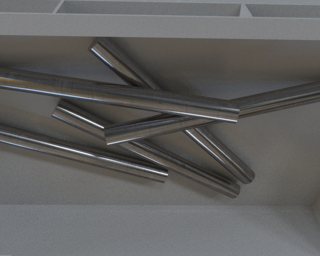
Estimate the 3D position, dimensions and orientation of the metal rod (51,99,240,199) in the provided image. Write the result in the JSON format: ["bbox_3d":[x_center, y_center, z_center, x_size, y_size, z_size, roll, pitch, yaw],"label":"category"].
[{"bbox_3d":[-0.005,0.038,0.441,0.301,0.025,0.025,27,125,-22],"label":"metal rod"}]

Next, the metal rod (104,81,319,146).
[{"bbox_3d":[0.084,-0.021,0.368,0.302,0.025,0.025,-12,130,0],"label":"metal rod"}]

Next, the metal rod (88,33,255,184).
[{"bbox_3d":[0.033,-0.008,0.402,0.025,0.025,0.301,-35,122,26],"label":"metal rod"}]

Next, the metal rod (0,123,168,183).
[{"bbox_3d":[-0.132,0.030,0.432,0.302,0.025,0.025,17,128,-14],"label":"metal rod"}]

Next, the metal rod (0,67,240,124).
[{"bbox_3d":[-0.064,-0.039,0.348,0.302,0.025,0.025,9,130,2],"label":"metal rod"}]
